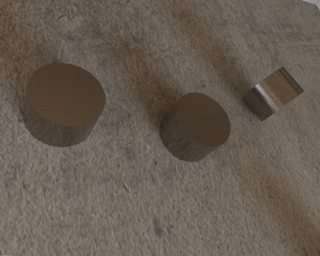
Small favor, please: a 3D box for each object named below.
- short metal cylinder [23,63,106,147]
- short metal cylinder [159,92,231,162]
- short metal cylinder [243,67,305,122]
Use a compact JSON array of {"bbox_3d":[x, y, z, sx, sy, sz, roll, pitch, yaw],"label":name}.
[{"bbox_3d":[-0.107,-0.025,0.346,0.081,0.050,0.080,14,56,-21],"label":"short metal cylinder"},{"bbox_3d":[0.046,-0.001,0.415,0.081,0.050,0.080,14,56,-21],"label":"short metal cylinder"},{"bbox_3d":[0.183,-0.054,0.503,0.081,0.080,0.050,-29,78,-38],"label":"short metal cylinder"}]
